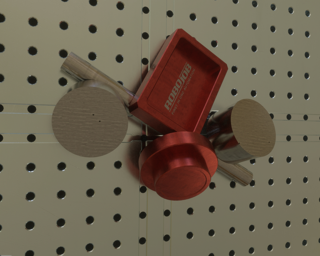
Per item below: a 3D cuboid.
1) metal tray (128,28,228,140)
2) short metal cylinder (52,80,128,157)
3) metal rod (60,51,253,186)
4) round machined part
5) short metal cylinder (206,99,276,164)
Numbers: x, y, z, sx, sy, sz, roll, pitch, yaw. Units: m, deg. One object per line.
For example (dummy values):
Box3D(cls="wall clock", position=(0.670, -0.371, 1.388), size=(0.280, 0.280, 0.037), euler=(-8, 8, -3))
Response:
Box3D(cls="metal tray", position=(0.028, -0.054, 0.404), size=(0.090, 0.030, 0.130), euler=(34, 66, -17))
Box3D(cls="short metal cylinder", position=(-0.079, -0.012, 0.358), size=(0.081, 0.050, 0.079), euler=(-3, 107, -9))
Box3D(cls="metal rod", position=(0.008, -0.003, 0.415), size=(0.301, 0.025, 0.025), euler=(33, 79, -17))
Box3D(cls="round machined part", position=(0.025, 0.054, 0.384), size=(0.099, 0.042, 0.097), euler=(-6, 134, -7))
Box3D(cls="short metal cylinder", position=(0.112, 0.006, 0.428), size=(0.081, 0.050, 0.080), euler=(11, 68, -28))
